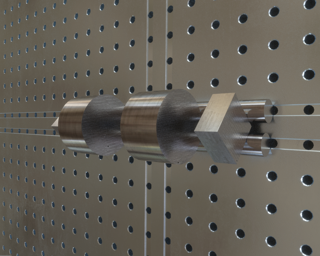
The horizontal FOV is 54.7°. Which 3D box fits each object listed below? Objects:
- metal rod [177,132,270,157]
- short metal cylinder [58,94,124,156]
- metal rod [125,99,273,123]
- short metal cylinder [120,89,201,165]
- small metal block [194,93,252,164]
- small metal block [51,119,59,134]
[{"bbox_3d":[-0.006,0.014,0.415,0.300,0.025,0.025,1,91,40],"label":"metal rod"},{"bbox_3d":[-0.087,-0.004,0.417,0.050,0.081,0.079,1,91,40],"label":"short metal cylinder"},{"bbox_3d":[-0.004,-0.020,0.413,0.300,0.025,0.025,1,91,40],"label":"metal rod"},{"bbox_3d":[0.003,-0.002,0.342,0.050,0.081,0.079,1,91,40],"label":"short metal cylinder"},{"bbox_3d":[0.065,0.001,0.310,0.025,0.050,0.050,1,50,40],"label":"small metal block"},{"bbox_3d":[-0.125,-0.004,0.467,0.025,0.050,0.050,1,49,40],"label":"small metal block"}]
